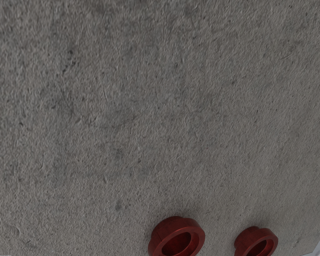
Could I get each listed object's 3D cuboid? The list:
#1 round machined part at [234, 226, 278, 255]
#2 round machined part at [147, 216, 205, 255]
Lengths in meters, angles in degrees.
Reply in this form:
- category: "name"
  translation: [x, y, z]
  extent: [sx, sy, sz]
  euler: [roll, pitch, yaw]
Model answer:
- category: "round machined part"
  translation: [0.197, 0.248, 0.657]
  extent: [0.099, 0.042, 0.097]
  euler: [-14, 124, -21]
- category: "round machined part"
  translation: [0.024, 0.189, 0.526]
  extent: [0.099, 0.042, 0.097]
  euler: [-14, 124, -21]
